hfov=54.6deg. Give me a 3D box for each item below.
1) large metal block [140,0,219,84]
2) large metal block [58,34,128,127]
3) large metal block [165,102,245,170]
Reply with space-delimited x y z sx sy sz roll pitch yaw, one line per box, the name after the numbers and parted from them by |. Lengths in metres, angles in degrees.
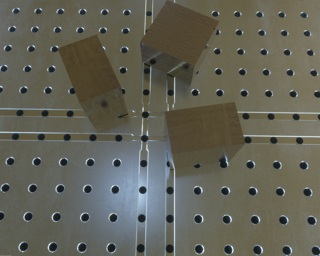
0.028 -0.122 0.443 0.080 0.050 0.080 26 72 9 | large metal block
-0.084 -0.058 0.404 0.050 0.080 0.080 -23 72 -8 | large metal block
0.049 0.012 0.378 0.080 0.080 0.050 -8 70 -3 | large metal block
